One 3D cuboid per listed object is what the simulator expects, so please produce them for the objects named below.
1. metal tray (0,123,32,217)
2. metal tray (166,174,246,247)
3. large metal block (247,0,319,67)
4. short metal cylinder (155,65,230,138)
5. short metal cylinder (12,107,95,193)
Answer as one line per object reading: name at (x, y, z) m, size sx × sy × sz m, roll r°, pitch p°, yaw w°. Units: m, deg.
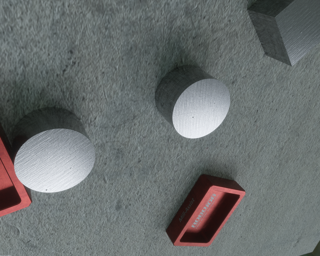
metal tray at (-0.200, 0.043, 0.320) m, size 0.091 × 0.030 × 0.129 m, roll -19°, pitch 126°, yaw -18°
metal tray at (0.079, 0.146, 0.537) m, size 0.091 × 0.030 × 0.129 m, roll 18°, pitch 109°, yaw -35°
large metal block at (0.171, -0.141, 0.397) m, size 0.080 × 0.050 × 0.080 m, roll -41°, pitch 130°, yaw 0°
short metal cylinder at (0.041, -0.034, 0.392) m, size 0.081 × 0.050 × 0.079 m, roll -14°, pitch 124°, yaw -21°
short metal cylinder at (-0.118, 0.024, 0.341) m, size 0.081 × 0.050 × 0.079 m, roll -14°, pitch 124°, yaw -21°
